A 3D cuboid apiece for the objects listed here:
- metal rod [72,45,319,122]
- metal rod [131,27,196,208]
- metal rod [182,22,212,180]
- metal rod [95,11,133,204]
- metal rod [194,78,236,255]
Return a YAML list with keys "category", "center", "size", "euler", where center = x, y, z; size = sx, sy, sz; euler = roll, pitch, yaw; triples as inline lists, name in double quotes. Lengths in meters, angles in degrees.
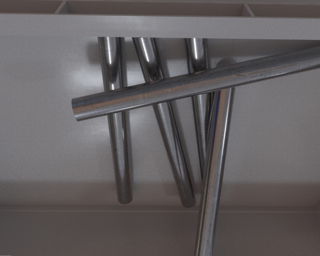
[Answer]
- category: "metal rod"
  center: [0.058, -0.052, 0.333]
  size: [0.302, 0.025, 0.025]
  euler: [-13, 130, -2]
- category: "metal rod"
  center: [0.015, 0.011, 0.418]
  size: [0.025, 0.025, 0.299]
  euler: [-10, 130, 8]
- category: "metal rod"
  center: [0.060, 0.007, 0.415]
  size: [0.025, 0.025, 0.298]
  euler: [-8, 130, 6]
- category: "metal rod"
  center: [-0.055, 0.000, 0.408]
  size: [0.025, 0.025, 0.298]
  euler: [0, 130, -1]
- category: "metal rod"
  center: [0.066, 0.082, 0.401]
  size: [0.025, 0.025, 0.298]
  euler: [3, 106, -3]
